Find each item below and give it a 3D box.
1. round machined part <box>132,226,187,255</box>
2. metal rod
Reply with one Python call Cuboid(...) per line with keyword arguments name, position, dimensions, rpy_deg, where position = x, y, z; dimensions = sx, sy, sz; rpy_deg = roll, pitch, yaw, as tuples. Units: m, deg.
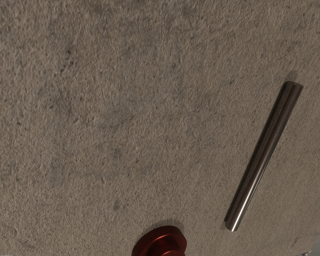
Cuboid(name="round machined part", position=(0.004, 0.221, 0.537), dimensions=(0.099, 0.042, 0.097), rpy_deg=(-14, 125, -21))
Cuboid(name="metal rod", position=(0.175, 0.062, 0.543), dimensions=(0.025, 0.025, 0.298), rpy_deg=(1, 118, -29))
